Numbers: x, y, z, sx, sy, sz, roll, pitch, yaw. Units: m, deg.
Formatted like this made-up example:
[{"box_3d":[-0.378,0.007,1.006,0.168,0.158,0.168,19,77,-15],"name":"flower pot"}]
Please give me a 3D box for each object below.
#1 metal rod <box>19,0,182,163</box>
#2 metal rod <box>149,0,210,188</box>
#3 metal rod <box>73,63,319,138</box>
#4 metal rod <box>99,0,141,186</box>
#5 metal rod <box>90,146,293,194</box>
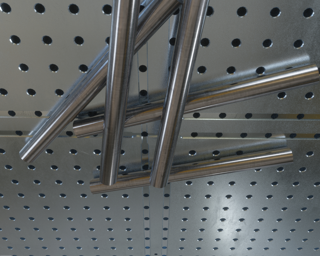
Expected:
[{"box_3d":[-0.087,-0.046,0.371,0.025,0.025,0.299,35,122,-26],"name":"metal rod"},{"box_3d":[0.021,-0.051,0.342,0.025,0.025,0.298,7,122,-6],"name":"metal rod"},{"box_3d":[0.035,-0.031,0.385,0.301,0.025,0.025,-13,129,10],"name":"metal rod"},{"box_3d":[-0.047,-0.041,0.341,0.025,0.025,0.298,7,130,-7],"name":"metal rod"},{"box_3d":[0.041,0.065,0.467,0.301,0.025,0.025,-10,130,8],"name":"metal rod"}]
